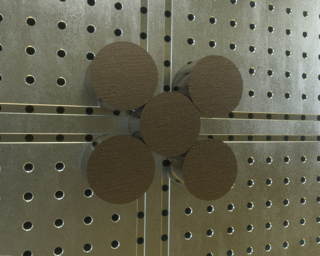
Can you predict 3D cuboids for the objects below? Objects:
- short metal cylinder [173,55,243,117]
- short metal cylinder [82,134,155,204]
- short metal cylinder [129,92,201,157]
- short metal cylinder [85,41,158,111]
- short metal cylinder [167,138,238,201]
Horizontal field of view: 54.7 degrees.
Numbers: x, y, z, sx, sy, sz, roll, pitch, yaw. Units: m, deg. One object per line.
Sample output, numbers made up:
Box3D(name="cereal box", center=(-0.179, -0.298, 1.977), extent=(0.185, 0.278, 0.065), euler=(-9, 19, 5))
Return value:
Box3D(name="short metal cylinder", center=(0.065, -0.054, 0.422), extent=(0.081, 0.050, 0.079), euler=(0, 90, -21))
Box3D(name="short metal cylinder", center=(-0.052, 0.048, 0.380), extent=(0.081, 0.050, 0.079), euler=(0, 90, -21))
Box3D(name="short metal cylinder", center=(0.005, -0.005, 0.402), extent=(0.081, 0.050, 0.079), euler=(0, 90, -21))
Box3D(name="short metal cylinder", center=(-0.048, -0.061, 0.381), extent=(0.081, 0.050, 0.079), euler=(0, 90, -21))
Box3D(name="short metal cylinder", center=(0.057, 0.053, 0.421), extent=(0.081, 0.050, 0.079), euler=(0, 90, -21))
